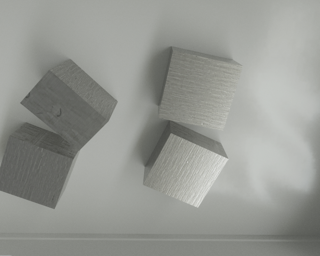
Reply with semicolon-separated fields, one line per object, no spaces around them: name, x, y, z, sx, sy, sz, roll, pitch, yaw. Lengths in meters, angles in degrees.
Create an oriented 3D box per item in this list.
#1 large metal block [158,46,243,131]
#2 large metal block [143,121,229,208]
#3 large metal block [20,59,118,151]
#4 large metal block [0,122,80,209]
large metal block;0.045;-0.049;0.380;0.081;0.050;0.079;11;110;-4
large metal block;0.032;0.047;0.416;0.080;0.050;0.080;25;108;-9
large metal block;-0.102;-0.031;0.370;0.080;0.080;0.050;43;105;-14
large metal block;-0.161;0.050;0.415;0.080;0.050;0.079;22;109;-8
